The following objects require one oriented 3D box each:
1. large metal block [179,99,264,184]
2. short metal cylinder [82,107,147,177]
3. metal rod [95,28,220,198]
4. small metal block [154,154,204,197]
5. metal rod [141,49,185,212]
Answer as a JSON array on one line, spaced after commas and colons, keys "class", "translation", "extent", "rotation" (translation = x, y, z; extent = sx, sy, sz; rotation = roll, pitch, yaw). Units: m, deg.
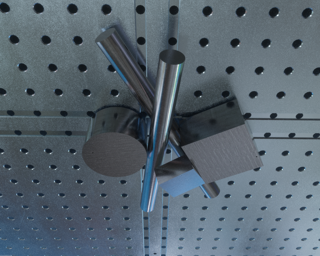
[{"class": "large metal block", "translation": [0.080, 0.020, 0.407], "extent": [0.080, 0.050, 0.080], "rotation": [-21, 127, 17]}, {"class": "short metal cylinder", "translation": [-0.057, 0.019, 0.406], "extent": [0.081, 0.050, 0.079], "rotation": [-1, 130, -1]}, {"class": "metal rod", "translation": [0.013, 0.003, 0.409], "extent": [0.025, 0.025, 0.300], "rotation": [-22, 127, 18]}, {"class": "small metal block", "translation": [0.028, 0.065, 0.421], "extent": [0.050, 0.025, 0.050], "rotation": [-27, 141, 11]}, {"class": "metal rod", "translation": [-0.004, 0.030, 0.407], "extent": [0.025, 0.025, 0.298], "rotation": [5, 138, -4]}]
